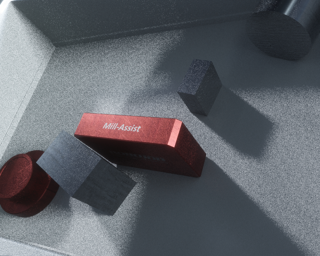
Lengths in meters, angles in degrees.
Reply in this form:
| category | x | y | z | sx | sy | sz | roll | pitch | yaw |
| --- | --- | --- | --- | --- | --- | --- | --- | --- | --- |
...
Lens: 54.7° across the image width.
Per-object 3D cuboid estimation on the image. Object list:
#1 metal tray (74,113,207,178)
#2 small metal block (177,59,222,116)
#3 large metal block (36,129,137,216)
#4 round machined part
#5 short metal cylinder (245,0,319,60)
| category | x | y | z | sx | sy | sz | roll | pitch | yaw |
| --- | --- | --- | --- | --- | --- | --- | --- | --- | --- |
| metal tray | -0.022 | 0.020 | 0.361 | 0.130 | 0.090 | 0.030 | 5 | 64 | 30 |
| small metal block | 0.052 | -0.051 | 0.393 | 0.025 | 0.050 | 0.050 | 16 | 70 | 34 |
| large metal block | -0.089 | 0.055 | 0.381 | 0.080 | 0.080 | 0.050 | 29 | 78 | 37 |
| round machined part | -0.196 | 0.076 | 0.449 | 0.098 | 0.042 | 0.098 | -13 | 56 | 20 |
| short metal cylinder | 0.151 | -0.127 | 0.369 | 0.080 | 0.080 | 0.050 | 25 | 75 | 36 |
